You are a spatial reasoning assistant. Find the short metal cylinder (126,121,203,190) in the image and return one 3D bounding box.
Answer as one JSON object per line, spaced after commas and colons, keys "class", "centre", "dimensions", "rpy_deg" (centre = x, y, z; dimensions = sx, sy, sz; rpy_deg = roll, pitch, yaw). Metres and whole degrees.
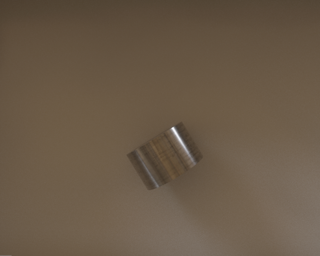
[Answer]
{"class": "short metal cylinder", "centre": [0.006, 0.034, 0.384], "dimensions": [0.080, 0.080, 0.050], "rpy_deg": [-31, 90, 0]}
